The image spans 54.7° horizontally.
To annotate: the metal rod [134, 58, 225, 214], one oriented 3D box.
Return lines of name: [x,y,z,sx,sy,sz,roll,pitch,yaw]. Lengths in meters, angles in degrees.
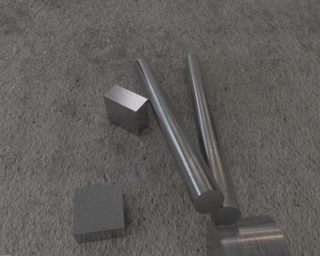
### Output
metal rod: [0.004,-0.020,0.363,0.025,0.025,0.300,-10,33,-9]

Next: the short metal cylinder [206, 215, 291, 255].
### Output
short metal cylinder: [0.074,0.119,0.268,0.050,0.080,0.080,-4,50,-4]

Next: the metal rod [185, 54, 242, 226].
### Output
metal rod: [0.053,-0.017,0.373,0.025,0.025,0.300,0,36,0]

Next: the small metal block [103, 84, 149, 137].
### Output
small metal block: [-0.043,-0.022,0.405,0.050,0.050,0.025,26,55,20]

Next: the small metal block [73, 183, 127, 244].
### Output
small metal block: [-0.063,0.090,0.327,0.050,0.025,0.050,-6,50,-6]
